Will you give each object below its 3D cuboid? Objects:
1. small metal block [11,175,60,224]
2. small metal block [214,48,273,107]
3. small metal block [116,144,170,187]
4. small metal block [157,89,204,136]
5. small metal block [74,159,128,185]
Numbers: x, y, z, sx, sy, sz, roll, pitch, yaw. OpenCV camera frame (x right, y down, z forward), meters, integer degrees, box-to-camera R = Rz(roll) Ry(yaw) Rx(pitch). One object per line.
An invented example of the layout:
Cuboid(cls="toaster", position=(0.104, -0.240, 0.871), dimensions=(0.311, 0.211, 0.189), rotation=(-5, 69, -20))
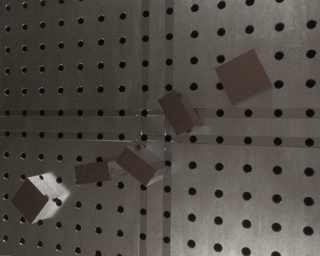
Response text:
Cuboid(cls="small metal block", position=(-0.193, 0.110, 0.479), dimensions=(0.050, 0.025, 0.050), rotation=(41, 103, 15))
Cuboid(cls="small metal block", position=(0.102, -0.060, 0.376), dimensions=(0.050, 0.025, 0.050), rotation=(-26, 82, 17))
Cuboid(cls="small metal block", position=(-0.022, 0.047, 0.406), dimensions=(0.050, 0.050, 0.025), rotation=(36, 102, 16))
Cuboid(cls="small metal block", position=(0.027, -0.018, 0.389), dimensions=(0.025, 0.050, 0.050), rotation=(-31, 80, 17))
Cuboid(cls="small metal block", position=(-0.080, 0.059, 0.426), dimensions=(0.050, 0.050, 0.025), rotation=(-11, 87, 19))
